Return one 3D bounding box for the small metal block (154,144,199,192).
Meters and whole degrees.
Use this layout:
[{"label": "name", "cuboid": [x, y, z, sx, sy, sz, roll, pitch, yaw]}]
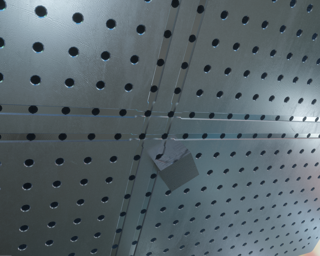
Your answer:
[{"label": "small metal block", "cuboid": [0.025, 0.059, 0.461, 0.050, 0.025, 0.050, -30, 129, -9]}]
